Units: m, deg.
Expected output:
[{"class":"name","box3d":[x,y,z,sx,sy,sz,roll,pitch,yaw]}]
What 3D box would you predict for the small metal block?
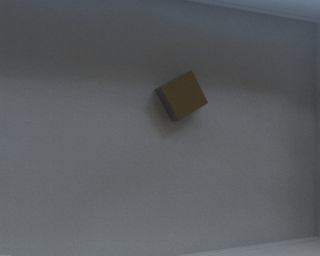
[{"class":"small metal block","box3d":[0.029,-0.043,0.421,0.050,0.025,0.050,-32,101,-17]}]
